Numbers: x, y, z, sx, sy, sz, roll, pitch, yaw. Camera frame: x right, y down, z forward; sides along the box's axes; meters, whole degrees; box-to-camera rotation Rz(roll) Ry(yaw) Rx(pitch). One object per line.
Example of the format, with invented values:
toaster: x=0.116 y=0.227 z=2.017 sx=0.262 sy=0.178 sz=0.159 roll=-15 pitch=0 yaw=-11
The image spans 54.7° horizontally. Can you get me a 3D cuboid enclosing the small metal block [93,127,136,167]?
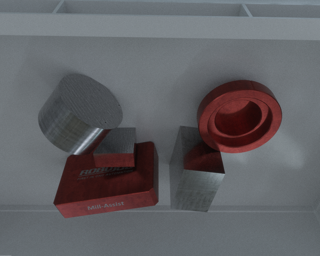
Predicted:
small metal block: x=-0.058 y=0.025 z=0.413 sx=0.050 sy=0.050 sz=0.025 roll=0 pitch=130 yaw=0

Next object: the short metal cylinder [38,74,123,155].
short metal cylinder: x=-0.091 y=-0.016 z=0.358 sx=0.080 sy=0.080 sz=0.050 roll=31 pitch=123 yaw=-24

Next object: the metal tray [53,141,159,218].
metal tray: x=-0.069 y=0.069 z=0.423 sx=0.131 sy=0.090 sz=0.030 roll=-10 pitch=130 yaw=8

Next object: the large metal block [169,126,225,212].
large metal block: x=0.046 y=0.055 z=0.421 sx=0.050 sy=0.080 sz=0.079 roll=7 pitch=130 yaw=-7

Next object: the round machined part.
round machined part: x=0.095 y=-0.018 z=0.383 sx=0.099 sy=0.042 sz=0.097 roll=-1 pitch=129 yaw=-1
